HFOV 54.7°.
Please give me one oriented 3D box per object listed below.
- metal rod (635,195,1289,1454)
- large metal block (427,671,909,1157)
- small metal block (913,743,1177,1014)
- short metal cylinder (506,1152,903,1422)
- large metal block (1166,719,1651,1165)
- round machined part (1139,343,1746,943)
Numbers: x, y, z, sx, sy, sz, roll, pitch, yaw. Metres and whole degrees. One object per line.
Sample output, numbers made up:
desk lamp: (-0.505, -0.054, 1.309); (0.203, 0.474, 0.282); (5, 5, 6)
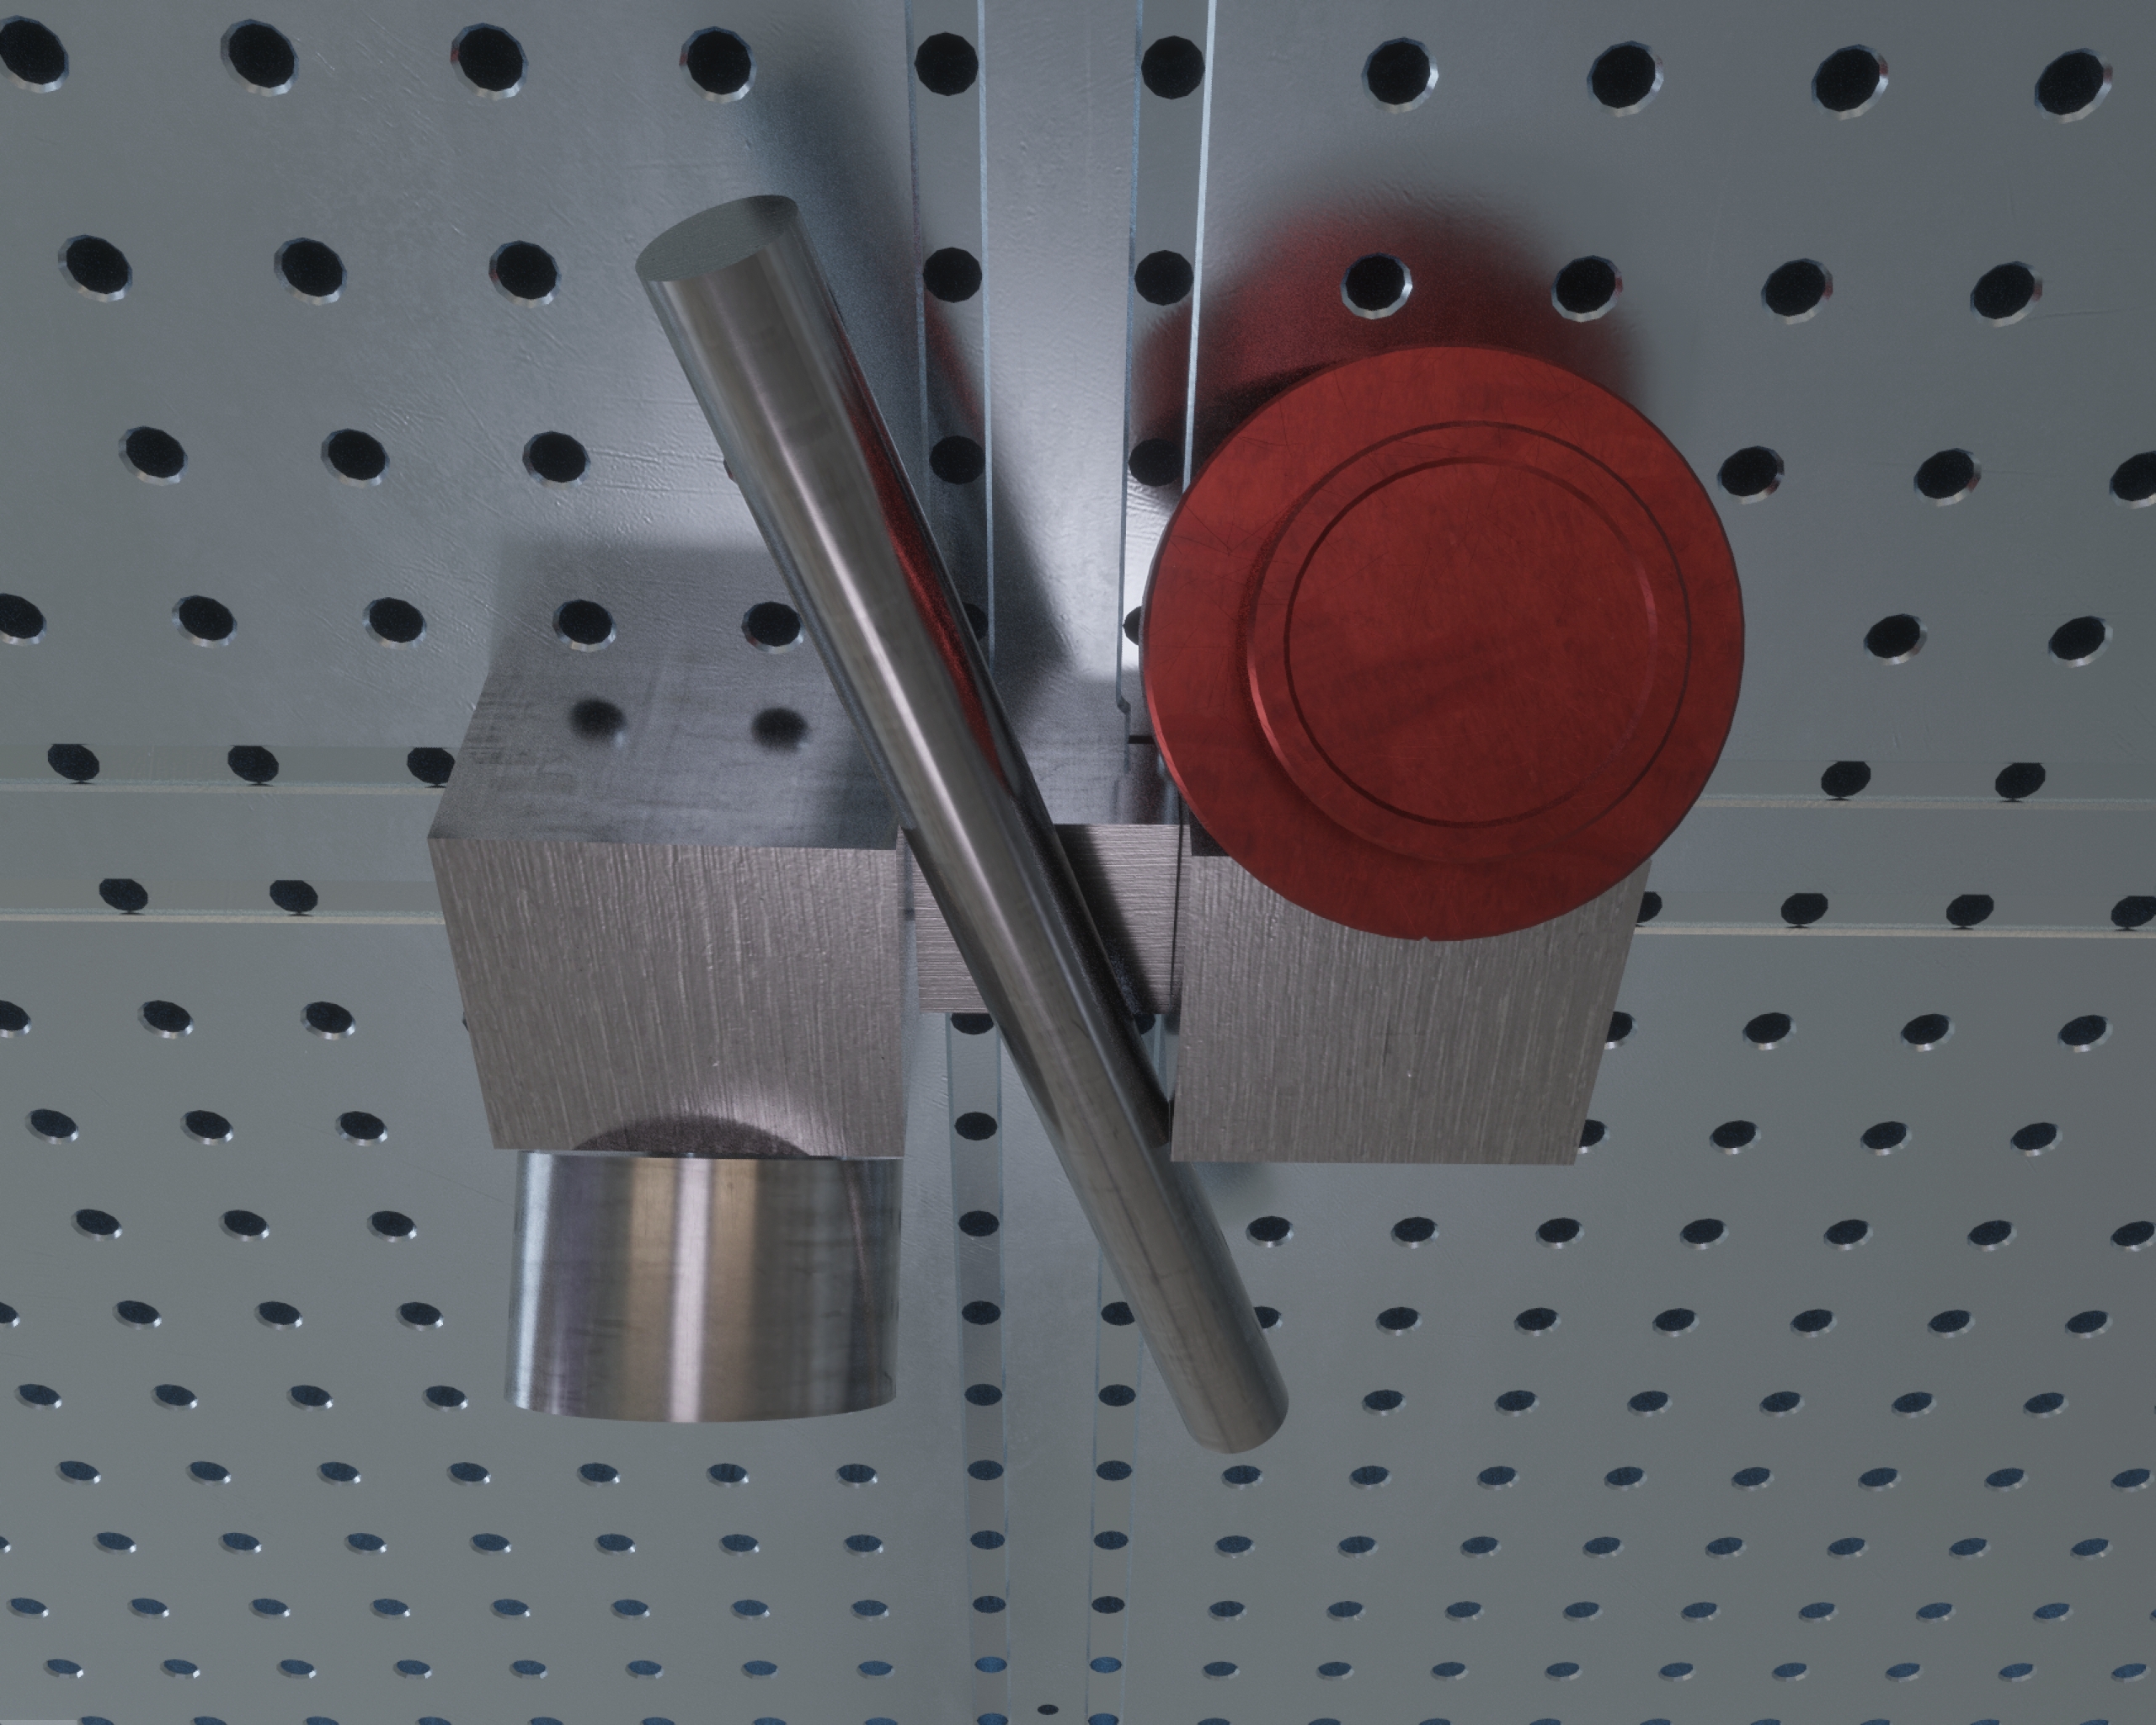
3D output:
metal rod: (-0.008, 0.018, 0.393); (0.025, 0.025, 0.299); (-14, 129, 11)
large metal block: (-0.073, 0.011, 0.405); (0.081, 0.050, 0.079); (1, 130, -2)
small metal block: (-0.006, 0.004, 0.415); (0.050, 0.025, 0.050); (0, 130, -1)
short metal cylinder: (-0.078, 0.087, 0.440); (0.081, 0.050, 0.080); (1, 173, 0)
large metal block: (0.059, 0.013, 0.408); (0.081, 0.050, 0.079); (1, 130, -1)
round machined part: (0.060, -0.035, 0.339); (0.099, 0.042, 0.097); (0, 95, -1)
